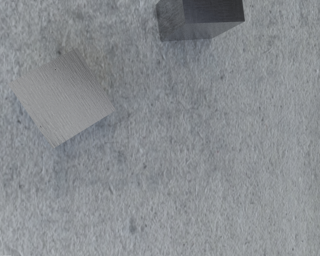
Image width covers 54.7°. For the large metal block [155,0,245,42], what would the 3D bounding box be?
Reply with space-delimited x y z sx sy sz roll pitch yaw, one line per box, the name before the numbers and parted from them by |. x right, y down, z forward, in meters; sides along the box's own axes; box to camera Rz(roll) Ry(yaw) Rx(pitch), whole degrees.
large metal block | 0.049 -0.148 0.399 0.081 0.080 0.050 -9 94 -20

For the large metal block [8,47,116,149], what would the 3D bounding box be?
large metal block | -0.110 -0.033 0.355 0.080 0.050 0.080 -34 102 -17
